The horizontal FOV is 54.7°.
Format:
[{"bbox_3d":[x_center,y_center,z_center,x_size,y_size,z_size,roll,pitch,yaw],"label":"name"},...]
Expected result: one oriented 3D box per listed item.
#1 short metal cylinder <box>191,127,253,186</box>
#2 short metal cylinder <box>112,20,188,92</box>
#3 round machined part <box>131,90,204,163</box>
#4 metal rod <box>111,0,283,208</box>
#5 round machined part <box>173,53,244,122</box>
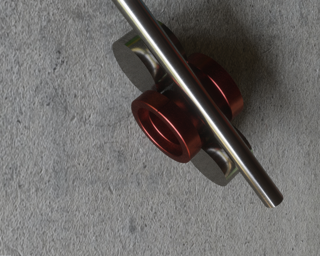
[{"bbox_3d":[0.075,0.030,0.410,0.050,0.080,0.080,-41,103,-16],"label":"short metal cylinder"},{"bbox_3d":[-0.012,-0.084,0.377,0.050,0.080,0.080,-41,103,-16],"label":"short metal cylinder"},{"bbox_3d":[0.014,-0.007,0.376,0.042,0.098,0.098,-42,104,-19],"label":"round machined part"},{"bbox_3d":[0.049,-0.026,0.345,0.025,0.025,0.300,-42,104,-15],"label":"metal rod"},{"bbox_3d":[0.055,-0.043,0.393,0.042,0.098,0.098,-40,103,-11],"label":"round machined part"}]
